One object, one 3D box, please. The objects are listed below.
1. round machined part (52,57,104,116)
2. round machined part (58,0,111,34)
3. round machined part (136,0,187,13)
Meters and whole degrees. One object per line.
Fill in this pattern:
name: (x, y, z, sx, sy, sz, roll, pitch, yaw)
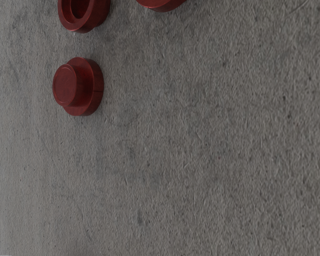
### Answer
round machined part: (-0.140, -0.068, 0.510, 0.098, 0.042, 0.097, 0, 90, 40)
round machined part: (-0.116, -0.199, 0.490, 0.098, 0.042, 0.097, 0, 90, 40)
round machined part: (0.012, -0.193, 0.384, 0.098, 0.042, 0.097, 0, 90, 40)
